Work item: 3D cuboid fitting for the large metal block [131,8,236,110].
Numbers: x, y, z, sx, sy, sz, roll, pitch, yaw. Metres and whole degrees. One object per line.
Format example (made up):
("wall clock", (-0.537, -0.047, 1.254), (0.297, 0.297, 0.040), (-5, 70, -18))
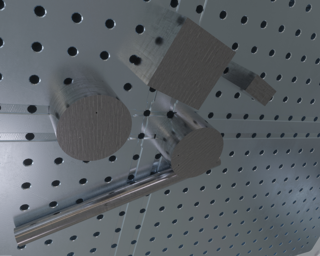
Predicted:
("large metal block", (0.027, -0.078, 0.361), (0.080, 0.050, 0.080), (22, 107, -36))

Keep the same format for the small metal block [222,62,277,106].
("small metal block", (0.122, -0.060, 0.425), (0.050, 0.050, 0.025), (27, 104, -37))

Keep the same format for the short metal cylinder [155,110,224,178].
("short metal cylinder", (0.040, 0.022, 0.431), (0.081, 0.050, 0.079), (-14, 124, -21))

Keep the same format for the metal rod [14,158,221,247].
("metal rod", (-0.047, 0.094, 0.444), (0.302, 0.025, 0.025), (-19, 126, -18))

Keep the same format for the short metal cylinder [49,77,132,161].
("short metal cylinder", (-0.078, -0.010, 0.346), (0.081, 0.050, 0.079), (-14, 124, -21))
